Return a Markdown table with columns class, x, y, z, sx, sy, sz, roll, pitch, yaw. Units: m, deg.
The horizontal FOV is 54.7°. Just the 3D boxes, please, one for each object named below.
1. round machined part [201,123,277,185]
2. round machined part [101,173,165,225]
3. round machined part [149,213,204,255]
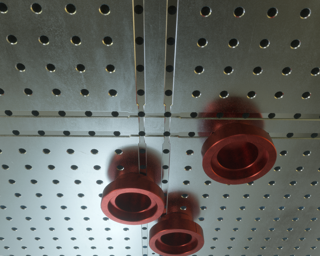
| class | x | y | z | sx | sy | sz | roll | pitch | yaw |
| --- | --- | --- | --- | --- | --- | --- | --- | --- | --- |
| round machined part | 0.106 | 0.031 | 0.429 | 0.099 | 0.042 | 0.097 | -1 | 130 | 0 |
| round machined part | -0.042 | 0.109 | 0.493 | 0.099 | 0.042 | 0.097 | -1 | 130 | 0 |
| round machined part | 0.029 | 0.192 | 0.564 | 0.099 | 0.042 | 0.097 | -1 | 130 | 0 |
